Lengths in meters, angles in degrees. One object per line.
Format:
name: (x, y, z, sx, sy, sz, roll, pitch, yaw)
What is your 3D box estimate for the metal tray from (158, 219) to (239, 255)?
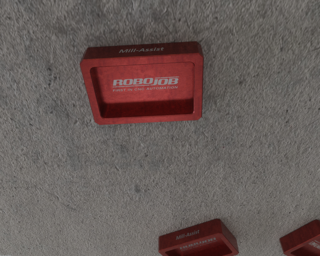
metal tray: (0.074, 0.227, 0.597, 0.130, 0.030, 0.090, -24, 127, 19)

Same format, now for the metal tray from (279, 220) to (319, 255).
metal tray: (0.312, 0.232, 0.604, 0.131, 0.030, 0.090, 29, 124, -23)

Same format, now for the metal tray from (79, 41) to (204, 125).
metal tray: (-0.017, -0.050, 0.361, 0.131, 0.030, 0.089, -3, 130, 2)
